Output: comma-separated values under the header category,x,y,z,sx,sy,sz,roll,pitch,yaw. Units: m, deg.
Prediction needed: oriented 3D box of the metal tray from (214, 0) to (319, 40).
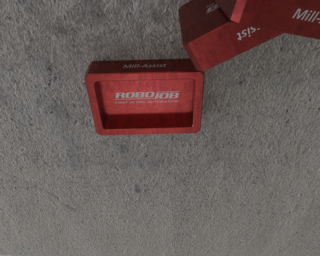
category,x,y,z,sx,sy,sz,roll,pitch,yaw
metal tray,0.114,-0.105,0.257,0.131,0.090,0.030,7,126,-11

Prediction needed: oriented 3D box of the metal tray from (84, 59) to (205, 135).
category,x,y,z,sx,sy,sz,roll,pitch,yaw
metal tray,-0.016,-0.035,0.373,0.131,0.030,0.089,-1,130,1

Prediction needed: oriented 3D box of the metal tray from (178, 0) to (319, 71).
category,x,y,z,sx,sy,sz,roll,pitch,yaw
metal tray,0.082,-0.109,0.271,0.130,0.090,0.030,-24,126,18
